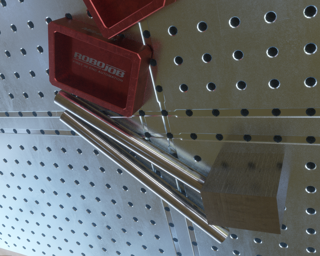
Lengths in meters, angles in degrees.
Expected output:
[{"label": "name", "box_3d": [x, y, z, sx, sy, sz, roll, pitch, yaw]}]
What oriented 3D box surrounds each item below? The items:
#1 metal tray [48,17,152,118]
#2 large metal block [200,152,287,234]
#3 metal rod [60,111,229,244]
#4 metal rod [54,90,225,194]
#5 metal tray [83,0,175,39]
[{"label": "metal tray", "box_3d": [-0.081, -0.078, 0.400, 0.130, 0.030, 0.089, 23, 127, 13]}, {"label": "large metal block", "box_3d": [0.102, 0.072, 0.366, 0.080, 0.080, 0.050, -1, 118, 28]}, {"label": "metal rod", "box_3d": [-0.024, 0.070, 0.465, 0.300, 0.025, 0.025, 37, 129, 2]}, {"label": "metal rod", "box_3d": [-0.020, 0.030, 0.439, 0.301, 0.025, 0.025, 31, 128, 7]}, {"label": "metal tray", "box_3d": [-0.052, -0.173, 0.326, 0.090, 0.030, 0.130, -18, 109, 34]}]
